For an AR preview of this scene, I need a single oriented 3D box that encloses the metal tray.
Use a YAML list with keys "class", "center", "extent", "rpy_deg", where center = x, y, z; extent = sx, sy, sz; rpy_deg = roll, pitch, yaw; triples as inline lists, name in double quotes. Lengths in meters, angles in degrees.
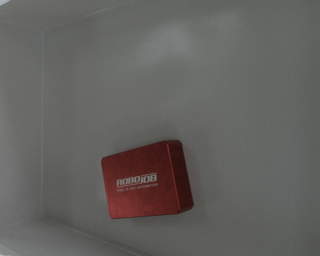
- class: "metal tray"
  center: [-0.022, 0.073, 0.423]
  extent: [0.130, 0.030, 0.090]
  rpy_deg: [-17, 79, 38]
